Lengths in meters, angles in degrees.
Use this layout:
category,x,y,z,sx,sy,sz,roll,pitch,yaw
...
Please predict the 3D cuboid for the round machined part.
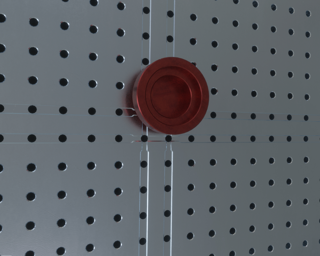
category,x,y,z,sx,sy,sz,roll,pitch,yaw
round machined part,0.011,-0.041,0.407,0.099,0.042,0.097,0,90,-20
